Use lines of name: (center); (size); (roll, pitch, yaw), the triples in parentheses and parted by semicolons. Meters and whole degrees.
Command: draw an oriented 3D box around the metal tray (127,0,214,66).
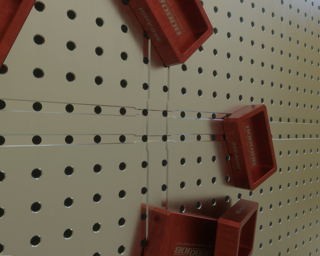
metal tray: (0.013, -0.162, 0.418); (0.090, 0.030, 0.130); (-49, 119, -29)

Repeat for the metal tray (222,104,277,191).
metal tray: (0.160, 0.032, 0.543); (0.091, 0.030, 0.129); (-24, 105, -38)

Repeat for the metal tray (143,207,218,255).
metal tray: (0.039, 0.169, 0.441); (0.131, 0.030, 0.090); (22, 76, -38)

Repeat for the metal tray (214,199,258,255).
metal tray: (0.118, 0.167, 0.471); (0.131, 0.030, 0.089); (-2, 98, -62)

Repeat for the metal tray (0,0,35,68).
metal tray: (-0.181, -0.115, 0.253); (0.131, 0.030, 0.090); (30, 71, -36)
